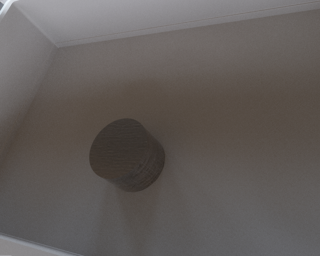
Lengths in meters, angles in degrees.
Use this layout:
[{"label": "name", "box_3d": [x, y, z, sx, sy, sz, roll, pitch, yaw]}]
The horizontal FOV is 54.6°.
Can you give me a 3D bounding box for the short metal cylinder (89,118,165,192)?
[{"label": "short metal cylinder", "box_3d": [-0.041, 0.035, 0.391, 0.080, 0.050, 0.080, -13, 56, 21]}]
